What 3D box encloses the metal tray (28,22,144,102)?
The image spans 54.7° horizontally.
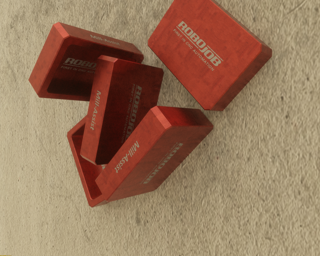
[{"bbox_3d":[-0.093,-0.079,0.413,0.030,0.131,0.090,51,119,27],"label":"metal tray"}]

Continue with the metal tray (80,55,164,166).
[{"bbox_3d":[-0.047,-0.021,0.400,0.030,0.091,0.129,21,103,38],"label":"metal tray"}]

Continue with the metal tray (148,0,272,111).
[{"bbox_3d":[0.051,-0.094,0.360,0.090,0.030,0.130,-52,60,27],"label":"metal tray"}]

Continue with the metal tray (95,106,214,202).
[{"bbox_3d":[-0.007,0.032,0.368,0.129,0.091,0.030,-51,61,28],"label":"metal tray"}]

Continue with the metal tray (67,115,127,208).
[{"bbox_3d":[-0.091,0.044,0.475,0.090,0.030,0.130,-35,69,34],"label":"metal tray"}]
